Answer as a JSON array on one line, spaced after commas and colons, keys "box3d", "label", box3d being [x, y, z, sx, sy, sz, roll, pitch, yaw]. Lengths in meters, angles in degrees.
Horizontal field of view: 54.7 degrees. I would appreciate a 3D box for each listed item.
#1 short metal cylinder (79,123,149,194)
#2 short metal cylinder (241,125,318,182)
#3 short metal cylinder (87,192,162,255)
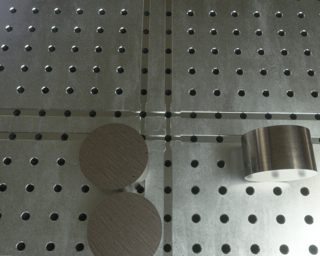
[{"box3d": [-0.054, 0.040, 0.383, 0.081, 0.050, 0.080, 0, 70, -1], "label": "short metal cylinder"}, {"box3d": [0.141, 0.033, 0.372, 0.081, 0.080, 0.050, 0, 70, -1], "label": "short metal cylinder"}, {"box3d": [-0.038, 0.117, 0.355, 0.081, 0.050, 0.080, 0, 70, 0], "label": "short metal cylinder"}]
